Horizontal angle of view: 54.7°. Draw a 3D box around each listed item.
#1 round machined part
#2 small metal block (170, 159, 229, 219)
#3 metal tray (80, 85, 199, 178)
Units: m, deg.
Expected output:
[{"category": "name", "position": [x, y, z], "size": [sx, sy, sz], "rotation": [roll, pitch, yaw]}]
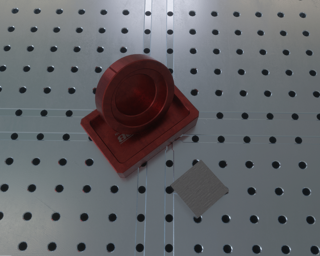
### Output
[{"category": "round machined part", "position": [-0.034, -0.044, 0.383], "size": [0.098, 0.098, 0.042], "rotation": [-36, 44, -12]}, {"category": "small metal block", "position": [0.048, 0.076, 0.384], "size": [0.050, 0.025, 0.050], "rotation": [-38, 75, -13]}, {"category": "metal tray", "position": [-0.025, -0.008, 0.411], "size": [0.131, 0.030, 0.090], "rotation": [-36, 74, -13]}]
